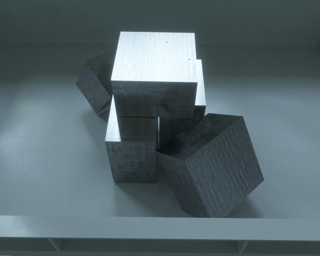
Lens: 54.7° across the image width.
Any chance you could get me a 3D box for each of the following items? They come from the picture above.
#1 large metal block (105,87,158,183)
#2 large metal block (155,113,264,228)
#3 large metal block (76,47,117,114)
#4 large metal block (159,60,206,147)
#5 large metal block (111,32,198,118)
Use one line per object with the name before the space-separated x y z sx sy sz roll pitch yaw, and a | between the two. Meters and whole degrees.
large metal block | -0.028 0.009 0.360 0.050 0.080 0.080 1 50 0
large metal block | 0.054 0.040 0.324 0.080 0.080 0.050 -34 23 -25
large metal block | -0.058 -0.069 0.415 0.080 0.080 0.050 -35 94 -26
large metal block | 0.025 -0.030 0.391 0.050 0.080 0.080 1 50 0
large metal block | -0.004 -0.058 0.331 0.080 0.050 0.080 1 50 1
